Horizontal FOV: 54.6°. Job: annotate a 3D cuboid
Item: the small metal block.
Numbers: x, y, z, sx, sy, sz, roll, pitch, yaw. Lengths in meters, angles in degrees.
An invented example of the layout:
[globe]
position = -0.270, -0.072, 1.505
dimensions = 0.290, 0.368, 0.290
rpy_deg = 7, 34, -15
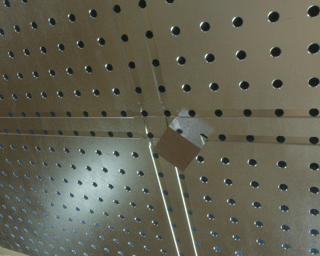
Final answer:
[small metal block]
position = 0.026, 0.022, 0.412
dimensions = 0.050, 0.025, 0.050
rpy_deg = 35, 129, 4
